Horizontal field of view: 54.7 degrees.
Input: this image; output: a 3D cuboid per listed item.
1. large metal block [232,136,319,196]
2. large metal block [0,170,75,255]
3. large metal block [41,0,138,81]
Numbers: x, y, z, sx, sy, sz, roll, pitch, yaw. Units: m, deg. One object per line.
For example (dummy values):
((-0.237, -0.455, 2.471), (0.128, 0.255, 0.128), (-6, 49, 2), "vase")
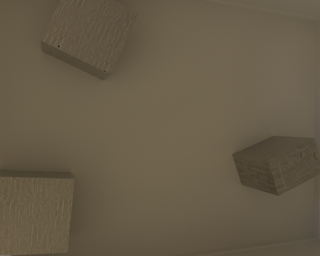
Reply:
((0.165, 0.050, 0.442), (0.081, 0.080, 0.050), (-21, 97, -19), "large metal block")
((-0.142, 0.091, 0.345), (0.081, 0.050, 0.080), (5, 88, -20), "large metal block")
((-0.084, -0.113, 0.366), (0.080, 0.050, 0.080), (25, 82, -19), "large metal block")
